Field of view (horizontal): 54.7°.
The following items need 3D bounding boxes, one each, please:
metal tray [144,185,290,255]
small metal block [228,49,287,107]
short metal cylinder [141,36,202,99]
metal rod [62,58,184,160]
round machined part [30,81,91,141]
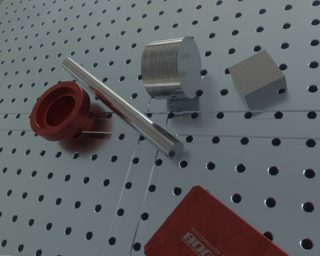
[{"bbox_3d":[0.058,0.128,0.296,0.090,0.030,0.130,-49,52,-7],"label":"metal tray"},{"bbox_3d":[0.120,-0.062,0.383,0.050,0.025,0.050,-27,53,11],"label":"small metal block"},{"bbox_3d":[0.018,-0.078,0.410,0.050,0.080,0.080,1,62,28],"label":"short metal cylinder"},{"bbox_3d":[-0.073,-0.044,0.471,0.025,0.025,0.300,-48,52,-5],"label":"metal rod"},{"bbox_3d":[-0.150,-0.022,0.488,0.098,0.042,0.098,-13,56,20],"label":"round machined part"}]
